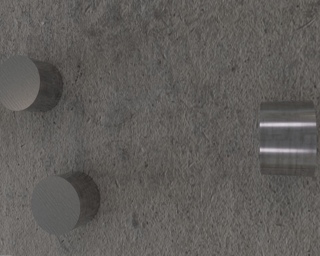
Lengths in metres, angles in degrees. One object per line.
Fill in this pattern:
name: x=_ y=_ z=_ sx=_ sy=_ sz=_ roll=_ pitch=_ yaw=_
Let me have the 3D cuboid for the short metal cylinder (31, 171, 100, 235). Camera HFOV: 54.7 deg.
short metal cylinder: x=-0.134 y=0.105 z=0.443 sx=0.080 sy=0.050 sz=0.080 roll=0 pitch=90 yaw=20

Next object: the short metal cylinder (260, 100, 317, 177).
short metal cylinder: x=0.135 y=0.011 z=0.332 sx=0.050 sy=0.080 sz=0.080 roll=0 pitch=90 yaw=20

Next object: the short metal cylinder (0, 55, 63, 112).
short metal cylinder: x=-0.195 y=-0.064 z=0.465 sx=0.080 sy=0.050 sz=0.080 roll=0 pitch=90 yaw=20
